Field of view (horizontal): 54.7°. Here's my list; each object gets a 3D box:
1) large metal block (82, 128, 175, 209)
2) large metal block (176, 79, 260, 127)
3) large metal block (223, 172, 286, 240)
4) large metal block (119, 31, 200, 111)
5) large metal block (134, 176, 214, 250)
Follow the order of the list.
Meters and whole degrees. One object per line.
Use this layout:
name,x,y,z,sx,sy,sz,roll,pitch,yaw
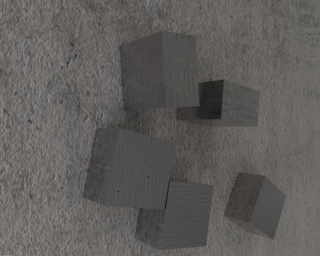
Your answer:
large metal block,-0.034,0.047,0.360,0.081,0.050,0.080,16,80,-39
large metal block,0.082,-0.031,0.437,0.081,0.080,0.050,8,85,-40
large metal block,0.162,0.131,0.525,0.080,0.050,0.080,39,66,-33
large metal block,-0.002,-0.063,0.367,0.050,0.080,0.079,-6,94,-40
large metal block,0.020,0.109,0.405,0.081,0.050,0.080,14,81,-39
